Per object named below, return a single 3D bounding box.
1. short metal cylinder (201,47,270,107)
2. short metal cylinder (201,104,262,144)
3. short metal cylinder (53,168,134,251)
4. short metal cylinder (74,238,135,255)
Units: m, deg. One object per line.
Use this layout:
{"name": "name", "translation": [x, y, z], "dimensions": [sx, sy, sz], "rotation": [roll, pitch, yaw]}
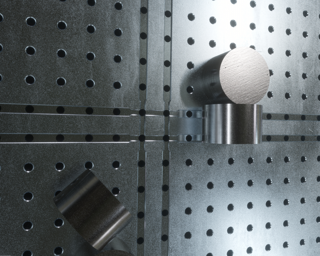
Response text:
{"name": "short metal cylinder", "translation": [0.107, -0.070, 0.440], "dimensions": [0.081, 0.050, 0.079], "rotation": [0, 90, -21]}
{"name": "short metal cylinder", "translation": [0.097, -0.005, 0.421], "dimensions": [0.081, 0.080, 0.050], "rotation": [0, 90, -20]}
{"name": "short metal cylinder", "translation": [-0.075, 0.093, 0.356], "dimensions": [0.050, 0.080, 0.080], "rotation": [-43, 104, -15]}
{"name": "short metal cylinder", "translation": [-0.066, 0.179, 0.376], "dimensions": [0.081, 0.050, 0.079], "rotation": [0, 90, -20]}
